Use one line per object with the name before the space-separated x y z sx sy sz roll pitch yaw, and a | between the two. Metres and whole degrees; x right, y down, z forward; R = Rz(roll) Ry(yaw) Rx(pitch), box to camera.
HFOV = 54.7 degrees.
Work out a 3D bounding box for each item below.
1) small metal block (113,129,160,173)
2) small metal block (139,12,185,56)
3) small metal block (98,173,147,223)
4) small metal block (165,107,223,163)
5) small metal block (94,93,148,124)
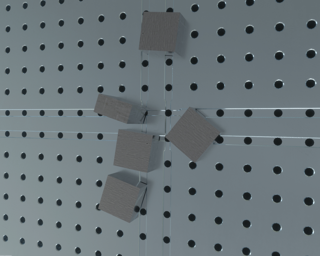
small metal block | -0.032 0.030 0.423 0.050 0.025 0.050 10 93 19
small metal block | 0.003 -0.125 0.411 0.050 0.025 0.050 8 93 19
small metal block | -0.052 0.095 0.430 0.050 0.025 0.050 19 96 18
small metal block | 0.044 0.008 0.396 0.050 0.025 0.050 41 103 15
small metal block | -0.052 -0.025 0.416 0.050 0.050 0.025 19 97 18
